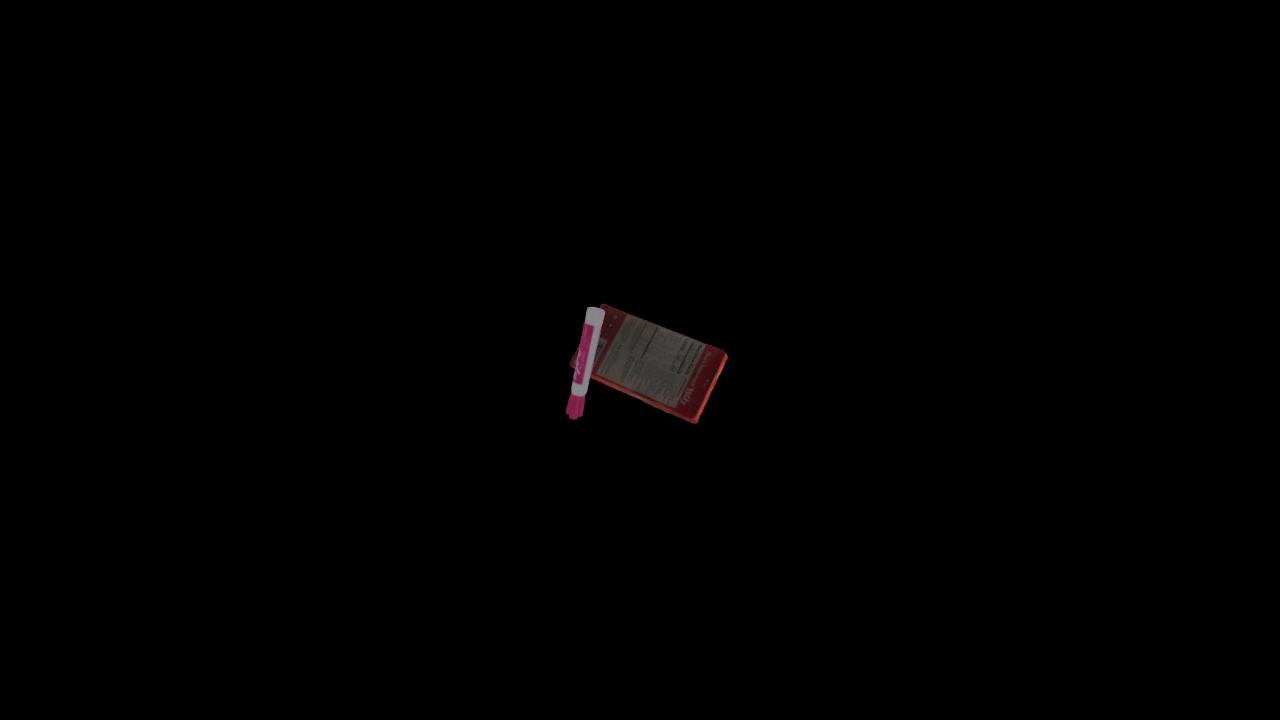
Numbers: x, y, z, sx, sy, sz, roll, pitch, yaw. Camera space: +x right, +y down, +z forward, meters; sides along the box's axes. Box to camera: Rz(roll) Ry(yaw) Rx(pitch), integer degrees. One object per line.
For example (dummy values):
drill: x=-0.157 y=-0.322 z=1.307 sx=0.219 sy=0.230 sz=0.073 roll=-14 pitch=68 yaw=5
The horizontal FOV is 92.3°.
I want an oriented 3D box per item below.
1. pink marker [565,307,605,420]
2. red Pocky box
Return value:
pink marker: x=-0.057 y=0.005 z=0.633 sx=0.020 sy=0.121 sz=0.020 roll=13 pitch=16 yaw=-4
red Pocky box: x=0.008 y=0.002 z=0.665 sx=0.155 sy=0.083 sz=0.028 roll=23 pitch=-13 yaw=20
